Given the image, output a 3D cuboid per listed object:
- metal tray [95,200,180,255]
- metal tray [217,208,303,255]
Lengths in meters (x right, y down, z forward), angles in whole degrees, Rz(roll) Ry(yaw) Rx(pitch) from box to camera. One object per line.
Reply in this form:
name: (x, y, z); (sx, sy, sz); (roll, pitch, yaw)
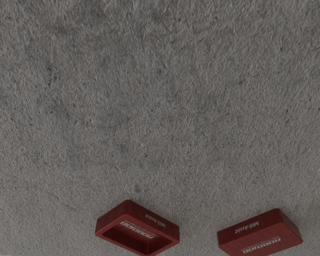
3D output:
metal tray: (-0.039, 0.187, 0.562); (0.130, 0.030, 0.090); (36, 121, -27)
metal tray: (0.185, 0.206, 0.581); (0.130, 0.030, 0.090); (-32, 124, 24)
